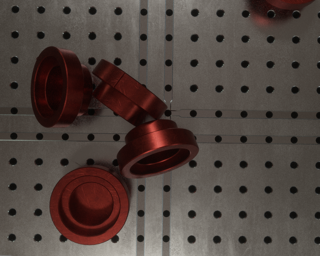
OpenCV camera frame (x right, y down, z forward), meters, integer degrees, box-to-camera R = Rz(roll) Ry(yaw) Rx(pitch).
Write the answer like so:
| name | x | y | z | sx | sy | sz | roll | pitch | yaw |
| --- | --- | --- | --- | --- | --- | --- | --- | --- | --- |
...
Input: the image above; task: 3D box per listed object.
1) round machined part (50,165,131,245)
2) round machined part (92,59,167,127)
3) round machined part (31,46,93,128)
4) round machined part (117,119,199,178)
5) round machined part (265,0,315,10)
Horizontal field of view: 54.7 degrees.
| name | x | y | z | sx | sy | sz | roll | pitch | yaw |
| --- | --- | --- | --- | --- | --- | --- | --- | --- | --- |
| round machined part | -0.087 | 0.097 | 0.404 | 0.099 | 0.042 | 0.097 | 0 | 90 | -1 |
| round machined part | -0.042 | -0.037 | 0.376 | 0.098 | 0.098 | 0.042 | 36 | 90 | -1 |
| round machined part | -0.120 | -0.049 | 0.386 | 0.042 | 0.098 | 0.097 | 0 | 90 | -45 |
| round machined part | -0.005 | 0.024 | 0.382 | 0.099 | 0.098 | 0.042 | -18 | 66 | 0 |
| round machined part | 0.171 | -0.204 | 0.407 | 0.099 | 0.042 | 0.097 | 0 | 90 | -1 |
